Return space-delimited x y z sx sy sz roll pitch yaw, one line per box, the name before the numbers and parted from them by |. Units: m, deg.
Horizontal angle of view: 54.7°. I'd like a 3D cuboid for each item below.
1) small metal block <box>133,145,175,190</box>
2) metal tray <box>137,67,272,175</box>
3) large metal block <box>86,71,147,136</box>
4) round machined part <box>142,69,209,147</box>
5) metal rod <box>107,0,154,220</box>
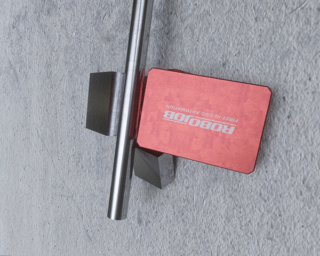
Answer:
small metal block | -0.010 0.044 0.402 0.050 0.025 0.050 20 129 38
metal tray | 0.046 -0.011 0.337 0.130 0.030 0.089 13 100 18
large metal block | -0.062 -0.034 0.427 0.080 0.050 0.079 13 99 57
round machined part | 0.010 -0.025 0.387 0.098 0.042 0.097 0 90 40
metal rod | -0.035 -0.036 0.381 0.025 0.025 0.298 10 94 39
